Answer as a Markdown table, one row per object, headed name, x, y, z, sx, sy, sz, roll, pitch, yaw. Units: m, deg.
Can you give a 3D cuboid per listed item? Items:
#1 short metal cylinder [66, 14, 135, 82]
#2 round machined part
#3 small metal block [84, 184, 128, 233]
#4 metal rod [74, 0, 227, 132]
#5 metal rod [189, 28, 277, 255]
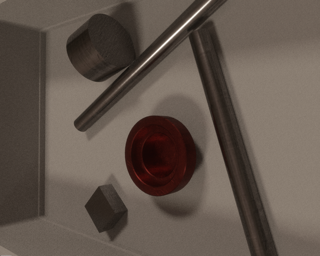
| name | x | y | z | sx | sy | sz | roll | pitch | yaw |
| --- | --- | --- | --- | --- | --- | --- | --- | --- | --- |
| short metal cylinder | -0.083 | -0.112 | 0.437 | 0.050 | 0.081 | 0.080 | -24 | 75 | 37 |
| round machined part | 0.005 | 0.033 | 0.390 | 0.098 | 0.042 | 0.097 | 0 | 90 | 39 |
| small metal block | -0.083 | 0.122 | 0.473 | 0.050 | 0.025 | 0.050 | 51 | 120 | 27 |
| metal rod | -0.031 | -0.080 | 0.430 | 0.299 | 0.025 | 0.025 | -37 | 68 | 33 |
| metal rod | 0.082 | 0.031 | 0.338 | 0.025 | 0.025 | 0.299 | -23 | 76 | 37 |
